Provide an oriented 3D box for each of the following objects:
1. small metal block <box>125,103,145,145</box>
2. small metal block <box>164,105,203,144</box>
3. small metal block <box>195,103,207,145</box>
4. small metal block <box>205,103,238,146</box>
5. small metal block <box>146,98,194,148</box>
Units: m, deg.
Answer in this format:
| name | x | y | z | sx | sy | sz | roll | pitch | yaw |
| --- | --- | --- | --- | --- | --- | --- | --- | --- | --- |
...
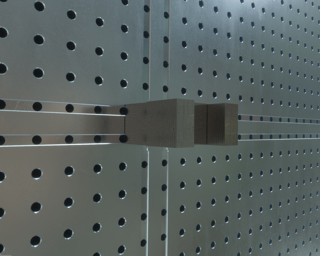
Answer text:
| name | x | y | z | sx | sy | sz | roll | pitch | yaw |
| --- | --- | --- | --- | --- | --- | --- | --- | --- | --- |
| small metal block | -0.018 | -0.005 | 0.379 | 0.025 | 0.050 | 0.050 | 1 | 90 | -40 |
| small metal block | 0.032 | -0.004 | 0.421 | 0.025 | 0.050 | 0.050 | -1 | 91 | -40 |
| small metal block | 0.030 | -0.005 | 0.372 | 0.050 | 0.025 | 0.050 | 1 | 90 | -40 |
| small metal block | 0.069 | -0.004 | 0.386 | 0.025 | 0.050 | 0.050 | 1 | 89 | -40 |
| small metal block | 0.010 | -0.005 | 0.337 | 0.025 | 0.050 | 0.050 | 1 | 89 | -40 |
